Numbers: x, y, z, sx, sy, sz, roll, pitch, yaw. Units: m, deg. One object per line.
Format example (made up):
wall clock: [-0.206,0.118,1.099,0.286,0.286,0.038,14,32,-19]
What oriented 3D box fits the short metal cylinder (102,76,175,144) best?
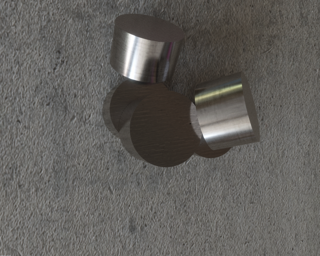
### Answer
short metal cylinder: [-0.028,-0.021,0.387,0.081,0.050,0.079,0,90,-21]

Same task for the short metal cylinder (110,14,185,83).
short metal cylinder: [-0.016,-0.096,0.369,0.081,0.080,0.050,0,129,-20]

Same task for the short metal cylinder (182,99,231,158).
short metal cylinder: [0.057,-0.001,0.419,0.081,0.050,0.079,0,90,-21]

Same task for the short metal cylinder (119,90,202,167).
short metal cylinder: [-0.001,0.001,0.344,0.081,0.050,0.079,0,90,-21]

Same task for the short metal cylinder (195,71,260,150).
short metal cylinder: [0.078,-0.019,0.350,0.050,0.080,0.080,-13,97,23]
